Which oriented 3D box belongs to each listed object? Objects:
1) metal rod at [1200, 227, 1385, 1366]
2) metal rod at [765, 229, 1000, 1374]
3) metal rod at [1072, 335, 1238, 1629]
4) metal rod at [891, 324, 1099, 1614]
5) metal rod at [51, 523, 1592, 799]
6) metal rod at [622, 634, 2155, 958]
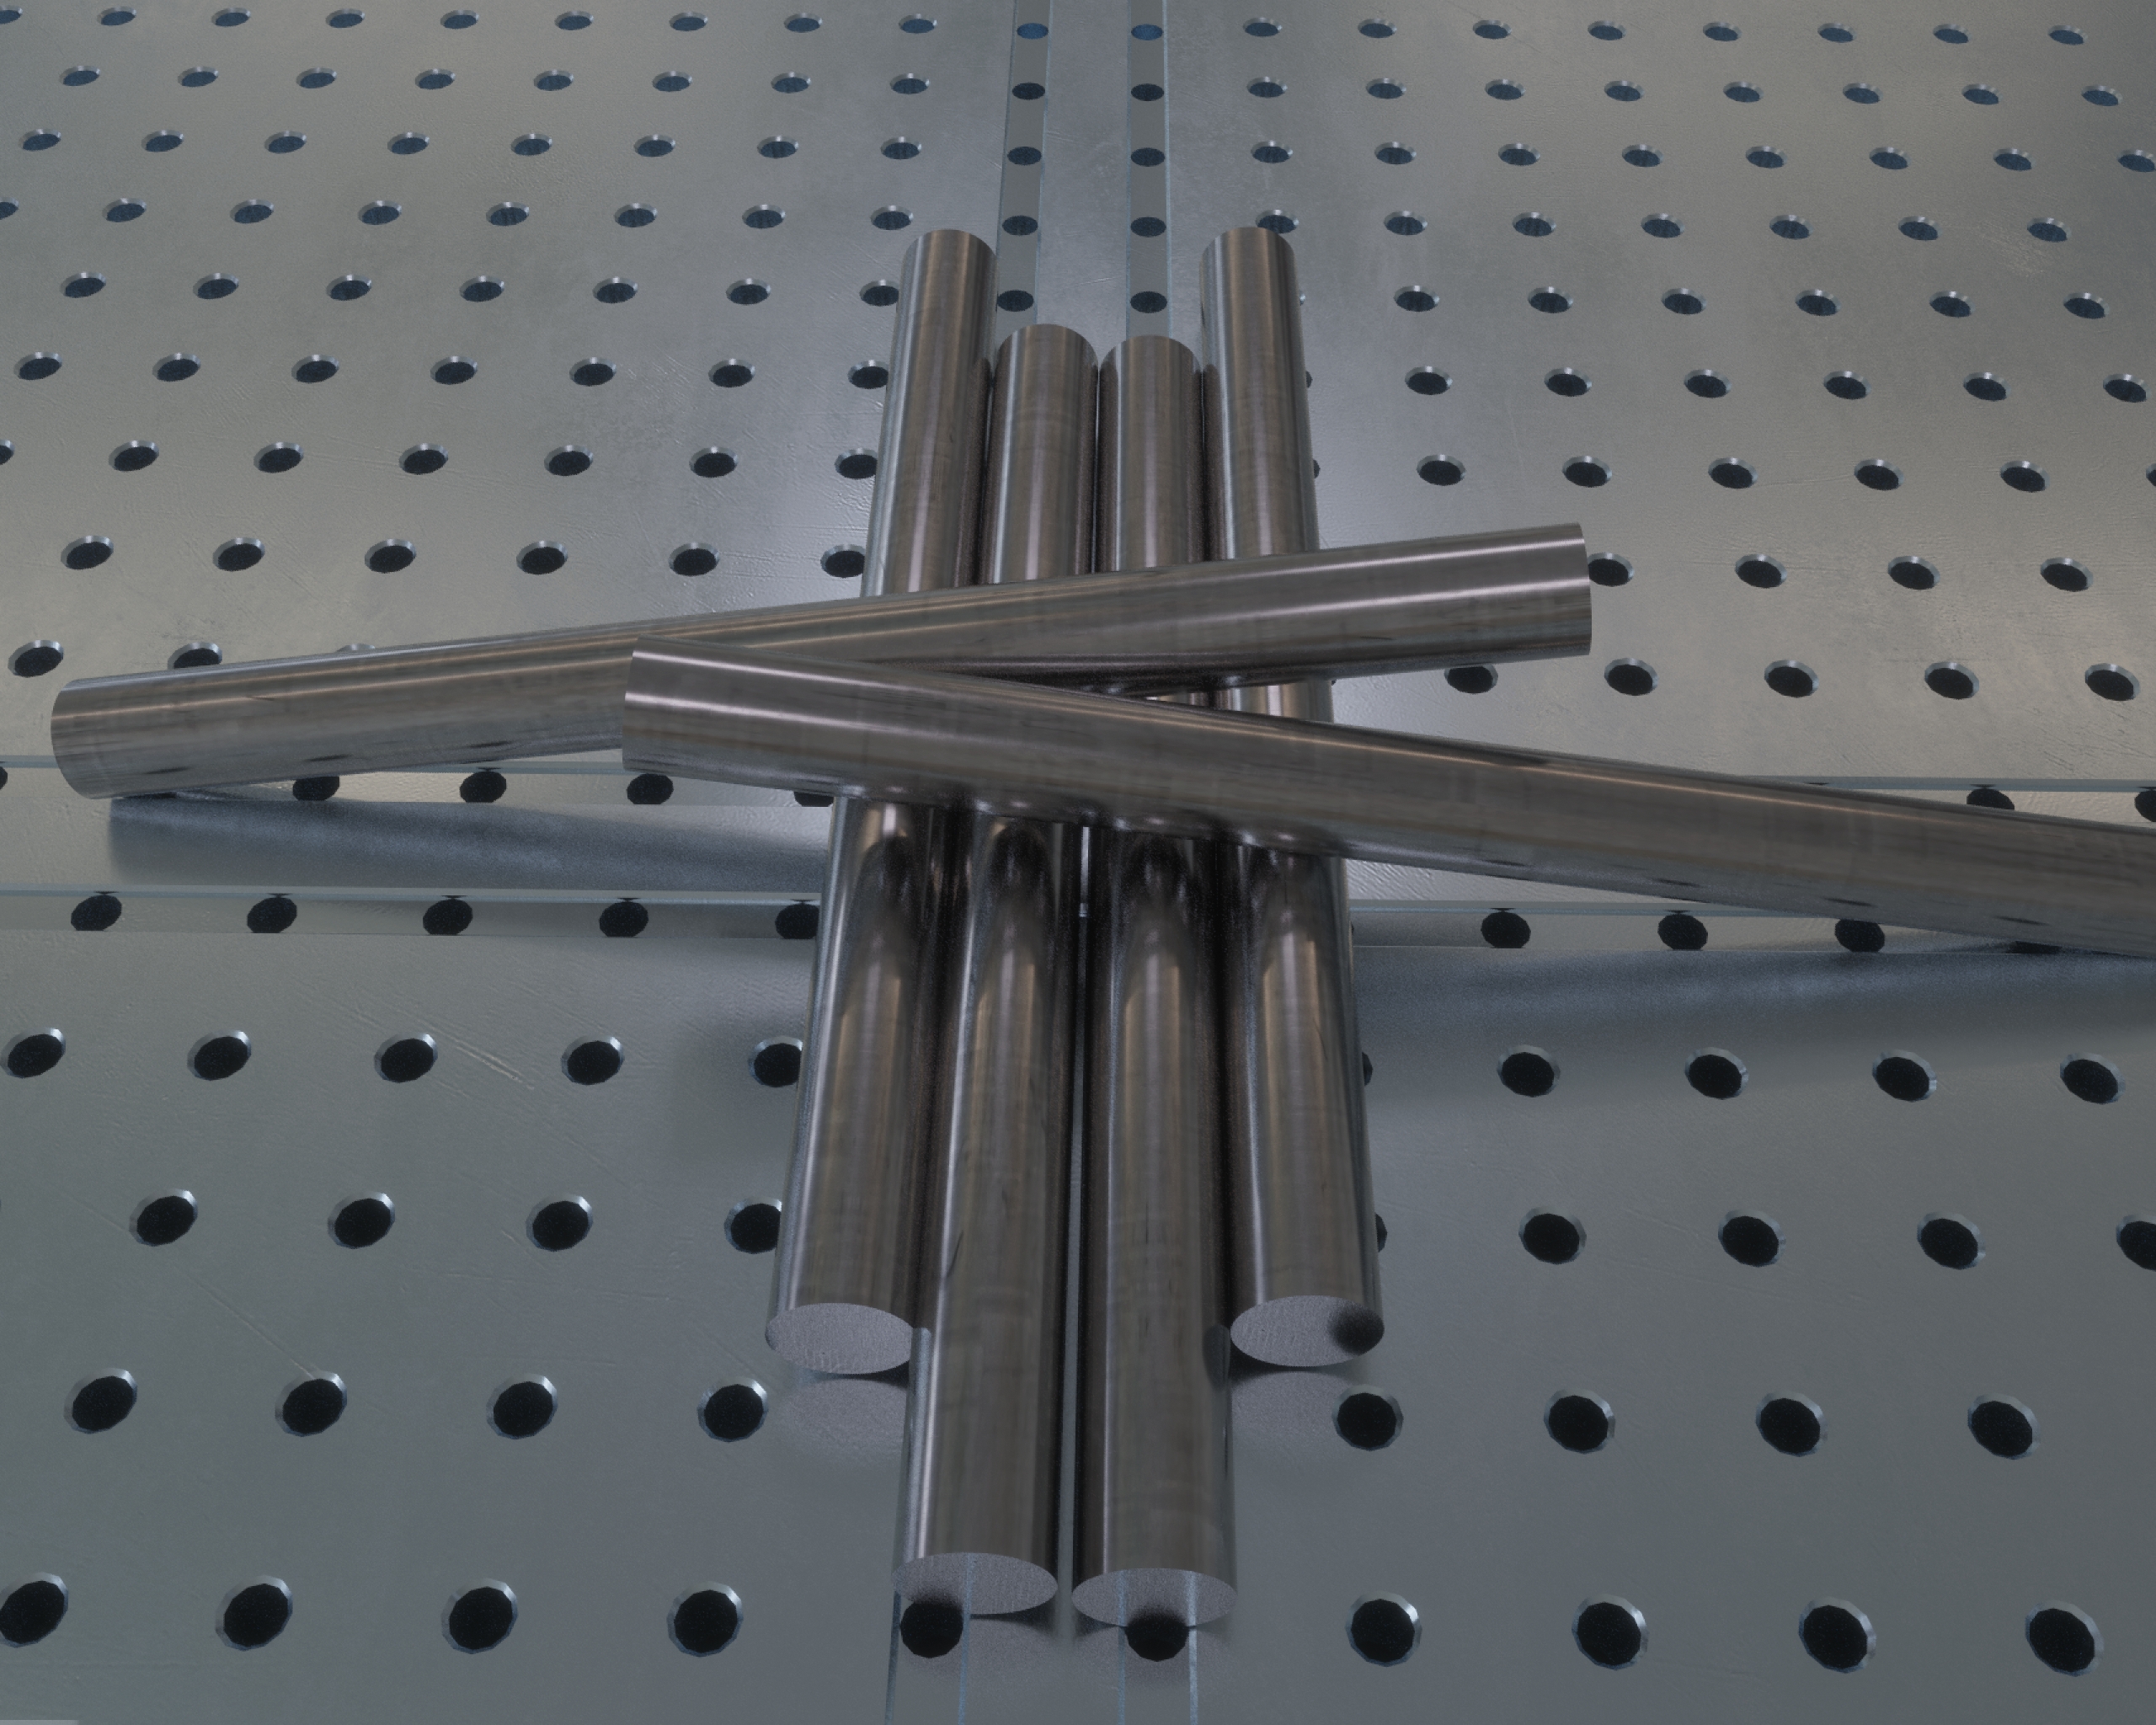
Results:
[{"bbox_3d":[0.041,-0.038,0.439,0.025,0.025,0.300,1,50,1],"label":"metal rod"},{"bbox_3d":[-0.035,-0.037,0.438,0.025,0.025,0.300,1,50,1],"label":"metal rod"},{"bbox_3d":[0.015,-0.003,0.412,0.025,0.025,0.300,1,50,1],"label":"metal rod"},{"bbox_3d":[-0.012,-0.006,0.411,0.025,0.025,0.300,1,50,1],"label":"metal rod"},{"bbox_3d":[-0.054,-0.038,0.410,0.301,0.025,0.025,-5,50,7],"label":"metal rod"},{"bbox_3d":[0.069,-0.011,0.390,0.302,0.025,0.025,7,50,-6],"label":"metal rod"}]
